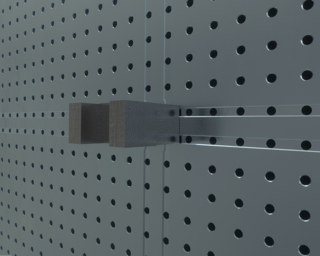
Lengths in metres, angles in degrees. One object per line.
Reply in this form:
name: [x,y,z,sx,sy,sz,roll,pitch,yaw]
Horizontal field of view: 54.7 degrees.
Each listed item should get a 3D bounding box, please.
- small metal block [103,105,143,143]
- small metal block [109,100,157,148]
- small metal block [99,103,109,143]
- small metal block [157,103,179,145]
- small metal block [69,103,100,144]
small metal block: [-0.051,-0.005,0.432,0.025,0.050,0.050,1,91,40]
small metal block: [-0.029,-0.004,0.348,0.025,0.050,0.050,1,90,40]
small metal block: [-0.050,-0.006,0.384,0.050,0.025,0.050,1,91,39]
small metal block: [-0.001,-0.005,0.391,0.025,0.050,0.050,-1,90,40]
small metal block: [-0.088,-0.006,0.397,0.025,0.050,0.050,1,90,40]
